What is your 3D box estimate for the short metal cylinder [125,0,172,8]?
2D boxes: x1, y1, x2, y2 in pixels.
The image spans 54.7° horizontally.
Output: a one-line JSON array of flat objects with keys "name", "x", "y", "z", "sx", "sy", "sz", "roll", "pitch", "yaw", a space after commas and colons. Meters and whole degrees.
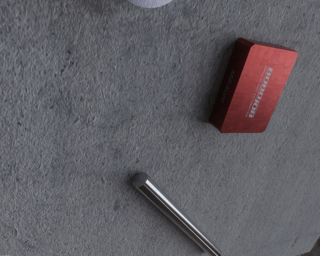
[{"name": "short metal cylinder", "x": -0.017, "y": -0.157, "z": 0.285, "sx": 0.081, "sy": 0.050, "sz": 0.079, "roll": -14, "pitch": 125, "yaw": -21}]

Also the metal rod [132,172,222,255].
[{"name": "metal rod", "x": 0.043, "y": 0.163, "z": 0.533, "sx": 0.025, "sy": 0.025, "sz": 0.300, "roll": -39, "pitch": 130, "yaw": -2}]

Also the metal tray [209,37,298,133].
[{"name": "metal tray", "x": 0.132, "y": -0.056, "z": 0.444, "sx": 0.091, "sy": 0.030, "sz": 0.129, "roll": 0, "pitch": 118, "yaw": -29}]
